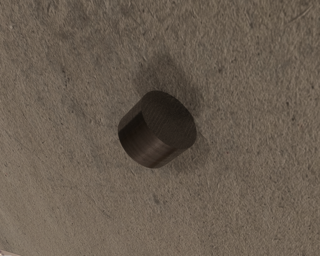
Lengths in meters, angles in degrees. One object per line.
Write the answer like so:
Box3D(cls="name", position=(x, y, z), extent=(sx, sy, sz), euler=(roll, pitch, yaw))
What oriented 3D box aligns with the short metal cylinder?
Box3D(cls="short metal cylinder", position=(-0.003, 0.002, 0.373), extent=(0.080, 0.080, 0.050), euler=(46, 129, -4))
